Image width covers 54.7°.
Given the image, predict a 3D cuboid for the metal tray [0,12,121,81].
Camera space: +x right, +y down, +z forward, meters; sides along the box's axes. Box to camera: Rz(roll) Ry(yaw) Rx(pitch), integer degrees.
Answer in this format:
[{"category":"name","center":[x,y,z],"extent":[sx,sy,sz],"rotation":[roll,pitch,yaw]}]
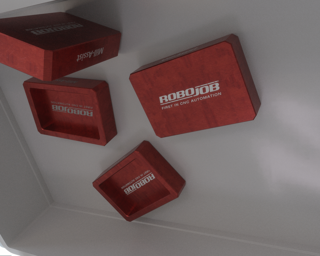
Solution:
[{"category":"metal tray","center":[-0.114,-0.095,0.340],"extent":[0.090,0.131,0.030],"rotation":[23,121,14]}]

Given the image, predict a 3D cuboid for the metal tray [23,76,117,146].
[{"category":"metal tray","center":[-0.132,-0.028,0.458],"extent":[0.130,0.030,0.089],"rotation":[9,122,23]}]

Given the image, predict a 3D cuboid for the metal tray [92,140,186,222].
[{"category":"metal tray","center":[-0.036,0.086,0.477],"extent":[0.090,0.030,0.129],"rotation":[48,129,-6]}]

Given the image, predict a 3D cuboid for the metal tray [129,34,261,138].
[{"category":"metal tray","center":[0.038,-0.043,0.359],"extent":[0.130,0.030,0.090],"rotation":[-12,112,33]}]
